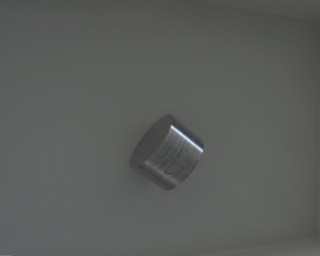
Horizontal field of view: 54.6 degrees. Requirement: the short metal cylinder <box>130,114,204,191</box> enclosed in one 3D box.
[{"bbox_3d":[0.008,0.030,0.384,0.050,0.080,0.080,38,78,-16],"label":"short metal cylinder"}]
